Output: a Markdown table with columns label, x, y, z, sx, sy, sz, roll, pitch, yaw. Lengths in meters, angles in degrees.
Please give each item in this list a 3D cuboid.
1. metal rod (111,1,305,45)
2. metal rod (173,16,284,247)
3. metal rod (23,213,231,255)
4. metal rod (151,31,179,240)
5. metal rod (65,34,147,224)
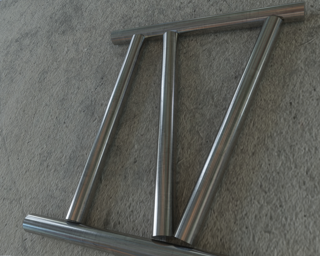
| label | x | y | z | sx | sy | sz | roll | pitch | yaw |
| --- | --- | --- | --- | --- | --- | --- | --- | --- | --- |
| metal rod | 0.054 | -0.154 | 0.470 | 0.300 | 0.025 | 0.025 | 1 | 62 | 28 |
| metal rod | 0.088 | -0.011 | 0.364 | 0.025 | 0.025 | 0.300 | 14 | 69 | 33 |
| metal rod | -0.040 | 0.130 | 0.344 | 0.300 | 0.025 | 0.025 | 1 | 62 | 28 |
| metal rod | 0.010 | -0.012 | 0.405 | 0.025 | 0.025 | 0.299 | -11 | 57 | 22 |
| metal rod | -0.070 | -0.015 | 0.448 | 0.025 | 0.025 | 0.300 | 1 | 62 | 28 |
